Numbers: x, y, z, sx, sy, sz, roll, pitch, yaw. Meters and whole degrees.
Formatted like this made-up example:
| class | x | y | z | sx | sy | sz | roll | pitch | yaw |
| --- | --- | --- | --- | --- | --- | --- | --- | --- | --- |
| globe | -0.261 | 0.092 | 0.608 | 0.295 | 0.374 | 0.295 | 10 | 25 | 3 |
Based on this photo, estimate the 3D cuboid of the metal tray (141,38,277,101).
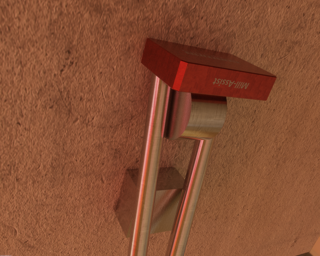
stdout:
| class | x | y | z | sx | sy | sz | roll | pitch | yaw |
| --- | --- | --- | --- | --- | --- | --- | --- | --- | --- |
| metal tray | 0.055 | -0.067 | 0.356 | 0.131 | 0.090 | 0.030 | 2 | 117 | -30 |

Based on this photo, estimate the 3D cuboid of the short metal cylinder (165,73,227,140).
| class | x | y | z | sx | sy | sz | roll | pitch | yaw |
| --- | --- | --- | --- | --- | --- | --- | --- | --- | --- |
| short metal cylinder | 0.036 | -0.025 | 0.379 | 0.050 | 0.080 | 0.079 | 2 | 118 | -30 |

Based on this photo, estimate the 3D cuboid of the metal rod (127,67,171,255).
| class | x | y | z | sx | sy | sz | roll | pitch | yaw |
| --- | --- | --- | --- | --- | --- | --- | --- | --- | --- |
| metal rod | -0.015 | 0.065 | 0.383 | 0.025 | 0.025 | 0.298 | 2 | 102 | -30 |

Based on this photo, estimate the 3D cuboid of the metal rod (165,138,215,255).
| class | x | y | z | sx | sy | sz | roll | pitch | yaw |
| --- | --- | --- | --- | --- | --- | --- | --- | --- | --- |
| metal rod | 0.047 | 0.068 | 0.418 | 0.025 | 0.025 | 0.298 | 9 | 99 | -33 |

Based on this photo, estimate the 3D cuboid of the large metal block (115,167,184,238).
| class | x | y | z | sx | sy | sz | roll | pitch | yaw |
| --- | --- | --- | --- | --- | --- | --- | --- | --- | --- |
| large metal block | -0.012 | 0.106 | 0.450 | 0.081 | 0.050 | 0.079 | 2 | 118 | -30 |
